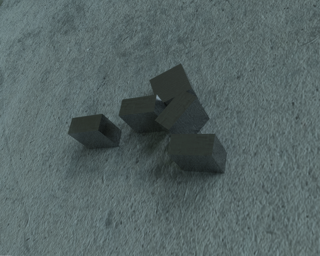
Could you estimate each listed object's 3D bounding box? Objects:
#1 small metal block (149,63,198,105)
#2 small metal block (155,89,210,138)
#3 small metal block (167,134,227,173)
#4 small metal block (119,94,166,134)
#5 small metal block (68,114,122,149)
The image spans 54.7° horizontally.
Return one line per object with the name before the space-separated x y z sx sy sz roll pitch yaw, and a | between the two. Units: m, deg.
small metal block | 0.018 -0.054 0.427 0.050 0.025 0.050 -26 53 11
small metal block | 0.029 -0.011 0.379 0.050 0.050 0.025 -49 52 -7
small metal block | 0.043 0.029 0.347 0.050 0.050 0.025 -1 62 28
small metal block | -0.018 -0.017 0.407 0.050 0.050 0.025 -6 60 25
small metal block | -0.089 0.006 0.431 0.050 0.050 0.025 -6 59 25
